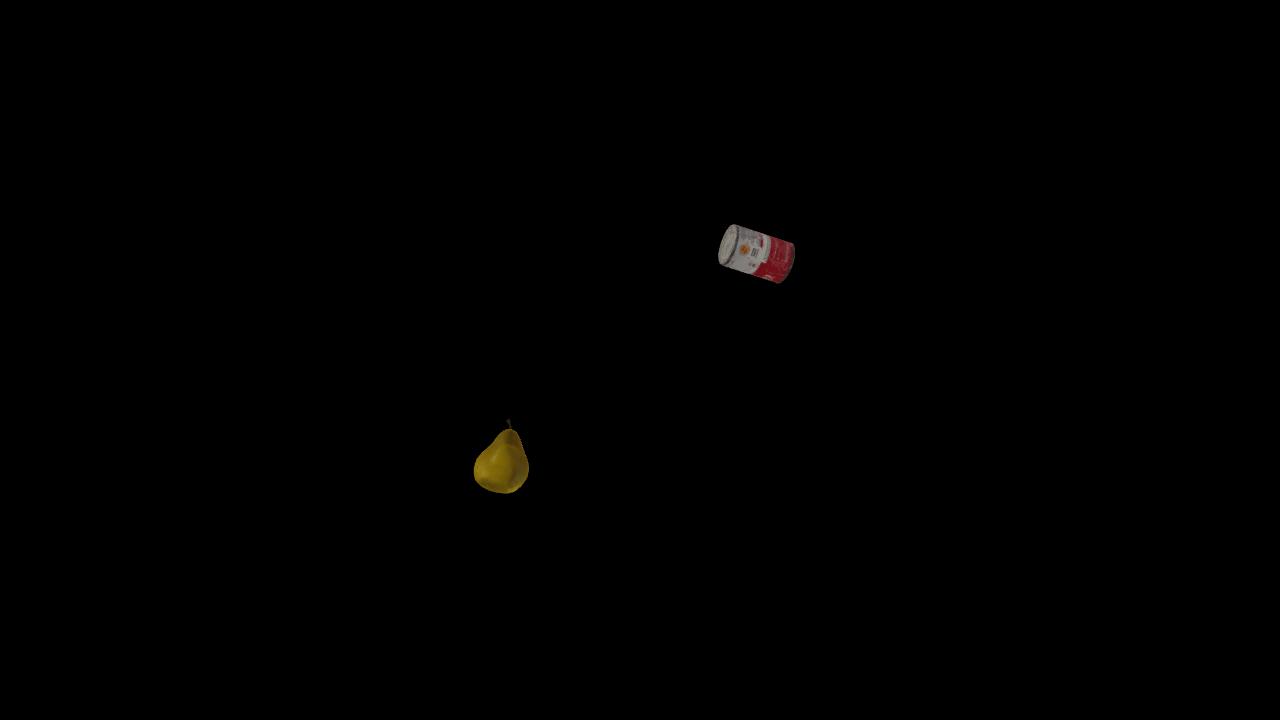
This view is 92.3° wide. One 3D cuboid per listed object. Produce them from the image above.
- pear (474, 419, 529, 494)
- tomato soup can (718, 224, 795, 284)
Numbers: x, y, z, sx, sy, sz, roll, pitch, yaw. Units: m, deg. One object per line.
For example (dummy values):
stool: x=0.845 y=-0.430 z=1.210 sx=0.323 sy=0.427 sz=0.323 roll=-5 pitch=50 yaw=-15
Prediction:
pear: x=-0.197 y=0.140 z=0.913 sx=0.080 sy=0.111 sz=0.080 roll=13 pitch=-29 yaw=8
tomato soup can: x=0.181 y=-0.166 z=0.961 sx=0.101 sy=0.068 sz=0.068 roll=15 pitch=-4 yaw=-14
